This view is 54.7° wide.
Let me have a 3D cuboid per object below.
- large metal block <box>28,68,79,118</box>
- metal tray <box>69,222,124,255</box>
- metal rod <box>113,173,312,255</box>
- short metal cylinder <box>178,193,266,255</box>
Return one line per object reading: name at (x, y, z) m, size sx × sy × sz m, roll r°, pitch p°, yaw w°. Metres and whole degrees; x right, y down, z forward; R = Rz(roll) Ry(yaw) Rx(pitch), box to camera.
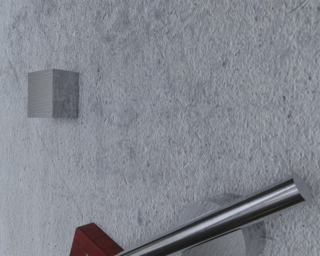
large metal block at (-0.188, -0.057, 0.544) m, size 0.080 × 0.050 × 0.079 m, roll 1°, pitch 91°, yaw 40°
metal tray at (-0.108, 0.231, 0.491) m, size 0.090 × 0.030 × 0.129 m, roll 26°, pitch 106°, yaw 37°
metal rod at (0.013, 0.121, 0.328) m, size 0.299 × 0.025 × 0.025 m, roll -37°, pitch 68°, yaw 34°
short metal cylinder at (0.066, 0.114, 0.334) m, size 0.080 × 0.050 × 0.079 m, roll 0°, pitch 90°, yaw 40°
